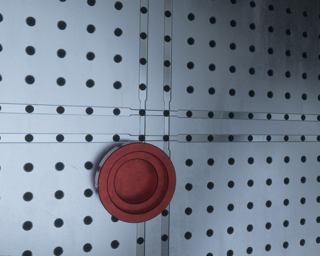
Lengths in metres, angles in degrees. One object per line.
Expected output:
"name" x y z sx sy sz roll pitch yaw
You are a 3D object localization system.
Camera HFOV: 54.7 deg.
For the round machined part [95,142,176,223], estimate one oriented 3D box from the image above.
"round machined part" -0.033 0.066 0.392 0.099 0.042 0.097 0 90 -21
